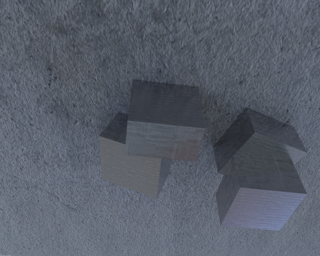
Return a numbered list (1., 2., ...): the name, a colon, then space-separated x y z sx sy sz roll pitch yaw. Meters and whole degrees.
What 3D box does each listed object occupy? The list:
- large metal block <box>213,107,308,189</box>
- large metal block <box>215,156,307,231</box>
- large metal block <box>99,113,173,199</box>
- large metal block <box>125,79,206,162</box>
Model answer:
1. large metal block: 0.130 0.029 0.417 0.080 0.050 0.079 20 127 -17
2. large metal block: 0.124 0.085 0.399 0.081 0.050 0.079 7 130 -6
3. large metal block: -0.030 0.036 0.404 0.080 0.050 0.079 17 132 13
4. large metal block: 0.004 -0.010 0.362 0.081 0.080 0.050 6 130 -5
